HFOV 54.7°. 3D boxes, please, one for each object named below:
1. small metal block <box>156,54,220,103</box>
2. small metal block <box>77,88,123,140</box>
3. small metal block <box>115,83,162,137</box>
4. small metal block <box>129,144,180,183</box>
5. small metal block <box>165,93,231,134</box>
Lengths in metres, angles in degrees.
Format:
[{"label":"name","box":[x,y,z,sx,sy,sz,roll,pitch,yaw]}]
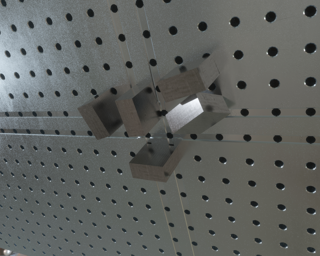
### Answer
[{"label":"small metal block","box":[0.032,-0.055,0.343,0.050,0.050,0.025,-15,110,34]},{"label":"small metal block","box":[-0.076,-0.019,0.421,0.025,0.050,0.050,-18,109,35]},{"label":"small metal block","box":[-0.025,-0.023,0.393,0.025,0.050,0.050,-5,116,30]},{"label":"small metal block","box":[-0.006,0.047,0.426,0.050,0.050,0.025,3,120,26]},{"label":"small metal block","box":[0.044,-0.016,0.358,0.050,0.050,0.025,-38,63,38]}]
